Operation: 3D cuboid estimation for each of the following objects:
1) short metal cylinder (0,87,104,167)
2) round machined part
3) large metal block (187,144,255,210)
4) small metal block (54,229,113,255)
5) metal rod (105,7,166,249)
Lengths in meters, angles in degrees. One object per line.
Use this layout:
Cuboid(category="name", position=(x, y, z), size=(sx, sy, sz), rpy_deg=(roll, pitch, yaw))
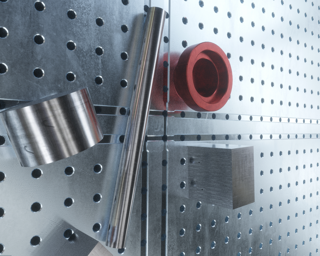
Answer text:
Cuboid(category="short metal cylinder", position=(-0.100, -0.003, 0.291), size=(0.081, 0.080, 0.050), rpy_deg=(-26, 107, -37))
Cuboid(category="round machined part", position=(0.058, -0.072, 0.449), size=(0.099, 0.042, 0.097), rpy_deg=(0, 90, -40))
Cuboid(category="large metal block", position=(0.087, 0.066, 0.449), size=(0.050, 0.080, 0.079), rpy_deg=(-3, 92, -40))
Cuboid(category="small metal block", position=(-0.085, 0.140, 0.323), size=(0.050, 0.050, 0.025), rpy_deg=(-50, 120, -29))
Cuboid(category="metal rod", position=(-0.028, -0.007, 0.387), size=(0.025, 0.025, 0.299), rpy_deg=(16, 80, -39))
